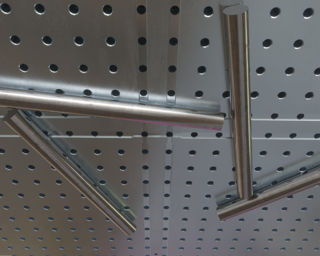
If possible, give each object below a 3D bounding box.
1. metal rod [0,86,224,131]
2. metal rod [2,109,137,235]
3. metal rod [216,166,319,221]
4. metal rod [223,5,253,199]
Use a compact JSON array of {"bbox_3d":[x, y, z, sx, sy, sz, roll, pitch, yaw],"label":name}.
[{"bbox_3d":[-0.070,-0.025,0.389,0.302,0.025,0.025,6,130,-6],"label":"metal rod"},{"bbox_3d":[-0.122,0.084,0.481,0.025,0.025,0.300,-21,127,17],"label":"metal rod"},{"bbox_3d":[0.226,0.082,0.483,0.300,0.025,0.025,-29,125,22],"label":"metal rod"},{"bbox_3d":[0.107,-0.007,0.405,0.025,0.025,0.299,-9,130,8],"label":"metal rod"}]
